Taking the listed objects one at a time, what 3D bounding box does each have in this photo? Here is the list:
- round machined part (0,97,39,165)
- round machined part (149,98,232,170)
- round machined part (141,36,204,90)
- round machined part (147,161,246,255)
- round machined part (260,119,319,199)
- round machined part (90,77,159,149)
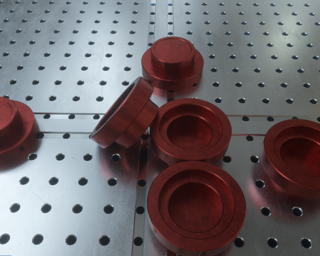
[{"bbox_3d":[-0.212,-0.003,0.398,0.099,0.042,0.098,0,50,0],"label":"round machined part"},{"bbox_3d":[0.037,0.011,0.388,0.099,0.042,0.098,0,50,0],"label":"round machined part"},{"bbox_3d":[0.020,-0.107,0.487,0.099,0.042,0.098,0,50,0],"label":"round machined part"},{"bbox_3d":[0.036,0.086,0.324,0.099,0.042,0.098,0,50,0],"label":"round machined part"},{"bbox_3d":[0.167,0.039,0.365,0.099,0.042,0.098,0,50,0],"label":"round machined part"},{"bbox_3d":[-0.039,-0.013,0.384,0.042,0.098,0.098,40,52,-14],"label":"round machined part"}]
